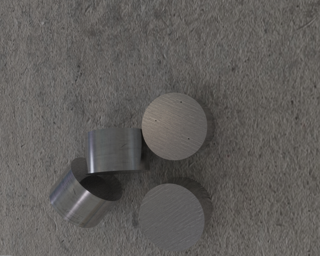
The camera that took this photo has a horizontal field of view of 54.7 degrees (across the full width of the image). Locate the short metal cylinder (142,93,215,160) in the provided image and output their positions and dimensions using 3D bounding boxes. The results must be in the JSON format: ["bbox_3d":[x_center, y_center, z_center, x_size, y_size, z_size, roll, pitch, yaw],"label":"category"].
[{"bbox_3d":[0.024,-0.002,0.387,0.080,0.050,0.080,0,90,20],"label":"short metal cylinder"}]

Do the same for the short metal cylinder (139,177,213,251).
[{"bbox_3d":[0.021,0.105,0.388,0.080,0.050,0.080,0,90,20],"label":"short metal cylinder"}]

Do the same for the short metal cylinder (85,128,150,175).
[{"bbox_3d":[-0.054,0.032,0.395,0.080,0.080,0.050,-8,78,20],"label":"short metal cylinder"}]

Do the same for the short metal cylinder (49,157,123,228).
[{"bbox_3d":[-0.098,0.085,0.414,0.080,0.080,0.050,43,104,15],"label":"short metal cylinder"}]
